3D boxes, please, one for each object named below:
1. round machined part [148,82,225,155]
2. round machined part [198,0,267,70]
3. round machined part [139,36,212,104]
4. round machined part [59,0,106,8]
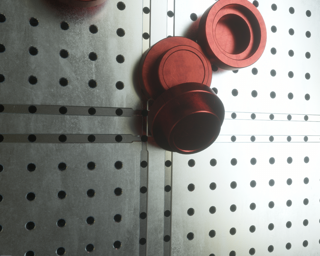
[{"bbox_3d":[0.037,-0.005,0.391,0.099,0.042,0.097,-11,130,-13],"label":"round machined part"},{"bbox_3d":[0.097,-0.130,0.439,0.099,0.042,0.097,0,90,-20],"label":"round machined part"},{"bbox_3d":[0.025,-0.072,0.407,0.099,0.042,0.097,-2,95,-17],"label":"round machined part"},{"bbox_3d":[-0.097,-0.192,0.367,0.099,0.042,0.097,0,90,-20],"label":"round machined part"}]
